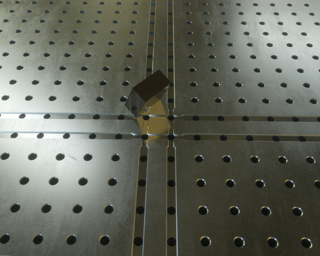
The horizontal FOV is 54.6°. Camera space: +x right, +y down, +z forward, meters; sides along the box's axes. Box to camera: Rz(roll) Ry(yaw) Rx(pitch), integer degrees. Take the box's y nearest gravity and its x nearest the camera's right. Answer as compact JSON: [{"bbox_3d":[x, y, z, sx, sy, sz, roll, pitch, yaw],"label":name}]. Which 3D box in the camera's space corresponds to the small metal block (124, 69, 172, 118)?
[{"bbox_3d":[-0.017,-0.047,0.427,0.050,0.050,0.025,-40,85,-28],"label":"small metal block"}]
